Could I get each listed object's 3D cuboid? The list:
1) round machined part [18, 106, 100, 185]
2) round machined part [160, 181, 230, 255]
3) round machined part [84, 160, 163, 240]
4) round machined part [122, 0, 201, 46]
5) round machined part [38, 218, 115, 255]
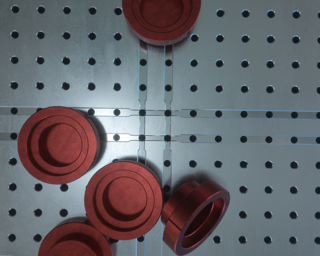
[{"bbox_3d":[-0.127,0.021,0.403,0.099,0.042,0.097,0,90,-1],"label":"round machined part"},{"bbox_3d":[0.040,0.106,0.387,0.042,0.098,0.098,36,90,35],"label":"round machined part"},{"bbox_3d":[-0.044,0.090,0.402,0.099,0.042,0.097,0,89,3],"label":"round machined part"},{"bbox_3d":[0.002,-0.156,0.405,0.099,0.042,0.097,0,90,-1],"label":"round machined part"},{"bbox_3d":[-0.111,0.172,0.404,0.099,0.042,0.097,0,90,-1],"label":"round machined part"}]
